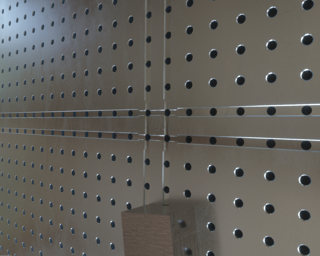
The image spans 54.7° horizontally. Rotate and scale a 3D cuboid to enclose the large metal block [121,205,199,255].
[{"bbox_3d":[0.000,0.143,0.391,0.080,0.050,0.080,-9,84,39],"label":"large metal block"}]
